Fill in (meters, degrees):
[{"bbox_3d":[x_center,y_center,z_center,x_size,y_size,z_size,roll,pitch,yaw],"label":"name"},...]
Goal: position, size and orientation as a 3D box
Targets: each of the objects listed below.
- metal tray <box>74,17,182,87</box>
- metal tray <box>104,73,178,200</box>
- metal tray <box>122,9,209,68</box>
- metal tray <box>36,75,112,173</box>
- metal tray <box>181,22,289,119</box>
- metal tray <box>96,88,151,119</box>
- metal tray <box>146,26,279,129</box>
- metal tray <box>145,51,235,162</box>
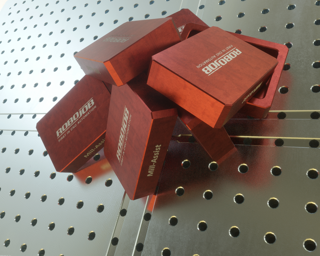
[{"bbox_3d":[-0.044,-0.095,0.374,0.090,0.030,0.130,-38,29,-15],"label":"metal tray"},{"bbox_3d":[-0.029,0.008,0.360,0.030,0.129,0.090,-11,44,-31],"label":"metal tray"},{"bbox_3d":[0.007,-0.117,0.450,0.131,0.030,0.090,-28,53,-8],"label":"metal tray"},{"bbox_3d":[-0.110,-0.009,0.440,0.130,0.030,0.090,-41,66,15],"label":"metal tray"},{"bbox_3d":[0.079,-0.073,0.381,0.130,0.030,0.090,19,70,14],"label":"metal tray"},{"bbox_3d":[-0.067,-0.051,0.472,0.130,0.030,0.090,-43,51,-2],"label":"metal tray"},{"bbox_3d":[0.060,-0.061,0.331,0.090,0.030,0.131,35,45,18],"label":"metal tray"},{"bbox_3d":[0.028,-0.028,0.370,0.030,0.090,0.130,-39,50,3],"label":"metal tray"}]
